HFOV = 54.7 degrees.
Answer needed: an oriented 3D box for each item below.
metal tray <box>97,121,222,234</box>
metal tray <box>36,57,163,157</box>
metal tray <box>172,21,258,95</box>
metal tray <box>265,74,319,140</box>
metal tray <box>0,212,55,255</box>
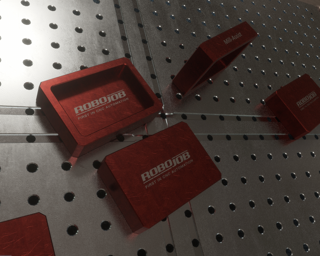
[{"bbox_3d":[0.003,0.054,0.375,0.131,0.030,0.090,-24,75,-37],"label":"metal tray"},{"bbox_3d":[-0.071,-0.032,0.386,0.131,0.030,0.090,-28,77,-38],"label":"metal tray"},{"bbox_3d":[0.086,-0.109,0.481,0.030,0.090,0.131,50,51,6],"label":"metal tray"},{"bbox_3d":[0.264,-0.044,0.577,0.131,0.030,0.090,-27,77,-37],"label":"metal tray"},{"bbox_3d":[-0.151,0.130,0.245,0.131,0.030,0.090,-9,66,-32],"label":"metal tray"}]
